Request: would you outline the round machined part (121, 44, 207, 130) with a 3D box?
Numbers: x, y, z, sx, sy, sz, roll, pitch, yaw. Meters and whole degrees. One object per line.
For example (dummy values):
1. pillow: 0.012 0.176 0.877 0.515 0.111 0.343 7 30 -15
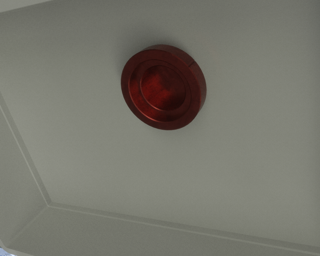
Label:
1. round machined part: 0.007 -0.050 0.362 0.098 0.042 0.097 13 124 20
